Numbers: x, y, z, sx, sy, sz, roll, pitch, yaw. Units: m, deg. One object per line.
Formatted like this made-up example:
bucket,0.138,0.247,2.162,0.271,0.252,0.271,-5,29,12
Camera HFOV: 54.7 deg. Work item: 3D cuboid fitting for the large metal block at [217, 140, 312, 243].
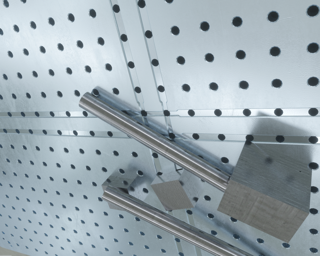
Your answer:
large metal block,0.121,0.068,0.354,0.080,0.080,0.050,23,127,14

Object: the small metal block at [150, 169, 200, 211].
small metal block,0.022,0.092,0.457,0.050,0.025,0.050,-18,109,35

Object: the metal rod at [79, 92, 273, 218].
metal rod,0.021,0.034,0.421,0.301,0.025,0.025,30,128,8

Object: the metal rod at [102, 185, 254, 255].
metal rod,0.052,0.162,0.466,0.301,0.025,0.025,25,128,5

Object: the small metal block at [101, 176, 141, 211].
small metal block,-0.063,0.109,0.512,0.050,0.025,0.050,1,119,27
